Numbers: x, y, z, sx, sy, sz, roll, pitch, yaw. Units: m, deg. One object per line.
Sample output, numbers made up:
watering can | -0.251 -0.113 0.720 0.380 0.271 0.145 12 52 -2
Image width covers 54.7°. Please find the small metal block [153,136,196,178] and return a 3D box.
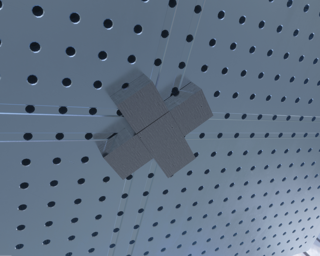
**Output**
small metal block | 0.017 0.036 0.444 0.050 0.025 0.050 -35 129 -5

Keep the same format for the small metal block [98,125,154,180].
small metal block | -0.045 0.033 0.408 0.050 0.025 0.050 -36 129 -5

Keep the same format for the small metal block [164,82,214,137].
small metal block | 0.038 -0.025 0.417 0.050 0.025 0.050 -36 129 -5

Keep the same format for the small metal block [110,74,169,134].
small metal block | -0.024 -0.029 0.381 0.050 0.025 0.050 -35 129 -5

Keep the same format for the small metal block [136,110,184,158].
small metal block | -0.003 0.004 0.412 0.050 0.025 0.050 -36 129 -5
